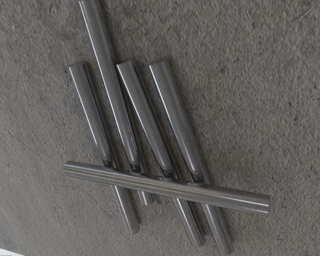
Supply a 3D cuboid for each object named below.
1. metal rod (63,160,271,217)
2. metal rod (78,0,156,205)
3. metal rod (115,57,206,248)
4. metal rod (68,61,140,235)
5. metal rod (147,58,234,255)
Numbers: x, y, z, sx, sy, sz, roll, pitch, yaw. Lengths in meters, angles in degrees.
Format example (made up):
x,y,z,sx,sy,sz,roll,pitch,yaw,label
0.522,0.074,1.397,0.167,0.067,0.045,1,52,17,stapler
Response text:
x,y,z,sx,sy,sz,roll,pitch,yaw,label
-0.008,0.077,0.424,0.301,0.025,0.025,6,121,25,metal rod
-0.051,-0.018,0.422,0.025,0.025,0.298,1,119,28,metal rod
0.009,0.048,0.431,0.025,0.025,0.299,-8,115,32,metal rod
-0.078,0.046,0.476,0.025,0.025,0.298,1,119,28,metal rod
0.048,0.052,0.413,0.025,0.025,0.299,-8,115,32,metal rod
